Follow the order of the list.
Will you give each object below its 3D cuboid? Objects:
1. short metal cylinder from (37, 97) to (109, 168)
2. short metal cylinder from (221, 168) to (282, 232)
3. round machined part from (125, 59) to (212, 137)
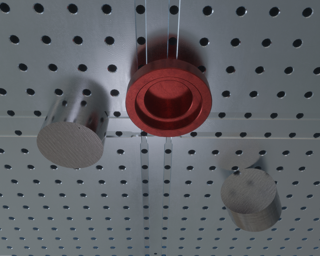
[{"bbox_3d":[-0.110,0.007,0.400,0.081,0.050,0.079,0,130,0],"label":"short metal cylinder"},{"bbox_3d":[0.138,0.108,0.469,0.080,0.080,0.050,-18,128,14],"label":"short metal cylinder"},{"bbox_3d":[0.010,-0.039,0.368,0.099,0.042,0.097,0,130,0],"label":"round machined part"}]
